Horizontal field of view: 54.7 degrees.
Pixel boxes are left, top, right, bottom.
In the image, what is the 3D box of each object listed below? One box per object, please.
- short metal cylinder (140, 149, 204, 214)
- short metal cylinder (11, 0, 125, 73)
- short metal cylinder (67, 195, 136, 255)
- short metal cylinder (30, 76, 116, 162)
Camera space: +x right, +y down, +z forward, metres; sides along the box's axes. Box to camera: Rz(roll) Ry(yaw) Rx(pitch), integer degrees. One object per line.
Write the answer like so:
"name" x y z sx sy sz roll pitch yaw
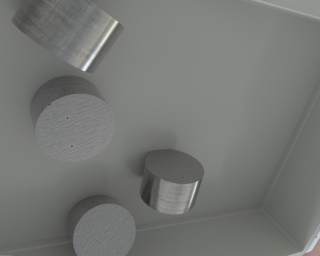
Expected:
"short metal cylinder" 0.015 0.072 0.426 0.081 0.080 0.050 -3 120 -27
"short metal cylinder" -0.079 -0.092 0.273 0.080 0.080 0.050 29 102 -38
"short metal cylinder" -0.079 0.135 0.412 0.081 0.050 0.079 0 91 -25
"short metal cylinder" -0.094 -0.010 0.335 0.081 0.050 0.079 -14 124 -21
